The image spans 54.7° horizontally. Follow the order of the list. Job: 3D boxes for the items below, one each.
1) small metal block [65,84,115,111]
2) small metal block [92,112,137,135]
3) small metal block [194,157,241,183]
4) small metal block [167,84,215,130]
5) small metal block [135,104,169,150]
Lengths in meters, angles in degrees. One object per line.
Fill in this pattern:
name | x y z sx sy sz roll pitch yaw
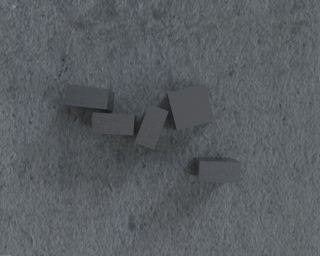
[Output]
small metal block | -0.088 -0.037 0.396 0.050 0.050 0.025 6 90 -1
small metal block | -0.057 -0.005 0.397 0.050 0.050 0.025 3 90 -1
small metal block | 0.072 0.053 0.399 0.050 0.050 0.025 2 90 -1
small metal block | 0.040 -0.027 0.411 0.050 0.025 0.050 -14 90 -1
small metal block | -0.010 -0.001 0.397 0.025 0.050 0.050 21 90 0
